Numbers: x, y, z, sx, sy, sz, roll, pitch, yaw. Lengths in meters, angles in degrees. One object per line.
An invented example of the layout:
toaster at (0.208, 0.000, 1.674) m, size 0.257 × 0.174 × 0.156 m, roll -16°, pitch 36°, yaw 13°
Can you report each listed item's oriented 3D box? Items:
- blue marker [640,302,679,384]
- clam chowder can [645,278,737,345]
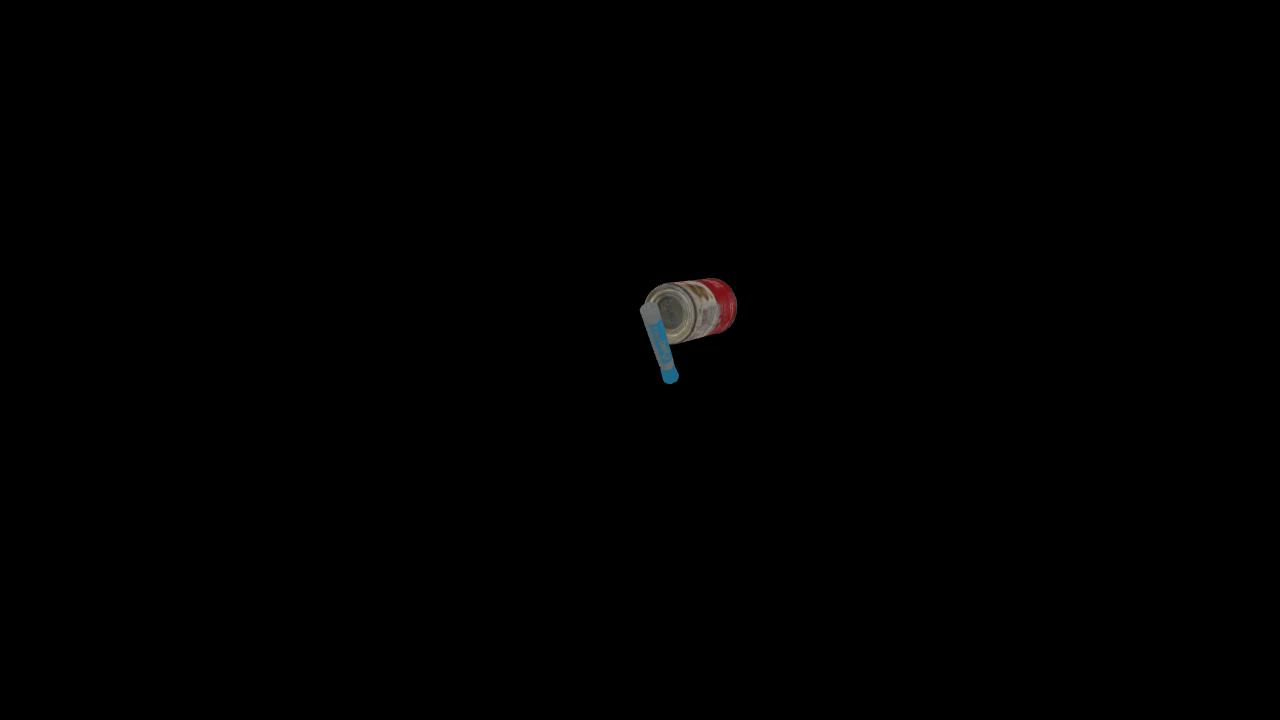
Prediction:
blue marker at (0.022, -0.014, 0.653) m, size 0.020 × 0.020 × 0.121 m, roll 0°, pitch -38°, yaw 17°
clam chowder can at (0.058, -0.056, 0.692) m, size 0.068 × 0.068 × 0.102 m, roll 0°, pitch 10°, yaw 34°
